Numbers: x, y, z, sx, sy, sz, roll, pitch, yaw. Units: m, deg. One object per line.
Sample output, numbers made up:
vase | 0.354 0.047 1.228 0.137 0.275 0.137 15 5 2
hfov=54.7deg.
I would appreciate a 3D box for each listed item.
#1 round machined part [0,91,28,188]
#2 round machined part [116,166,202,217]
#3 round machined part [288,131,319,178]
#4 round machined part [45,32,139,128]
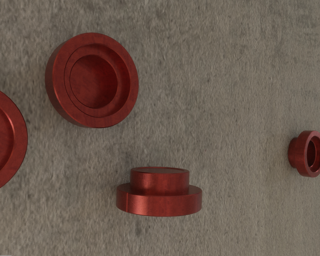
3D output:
round machined part | -0.167 0.009 0.255 0.099 0.042 0.097 0 90 -40
round machined part | -0.001 0.069 0.359 0.099 0.098 0.042 3 88 -40
round machined part | 0.308 0.054 0.656 0.099 0.042 0.097 0 90 -40
round machined part | -0.075 -0.049 0.332 0.099 0.042 0.097 0 90 -40
